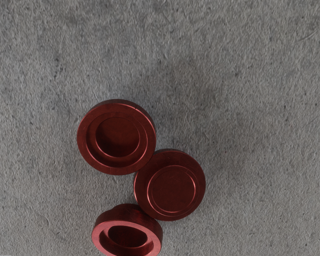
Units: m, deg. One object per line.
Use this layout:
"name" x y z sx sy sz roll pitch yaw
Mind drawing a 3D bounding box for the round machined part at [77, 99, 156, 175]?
"round machined part" -0.054 0.009 0.403 0.099 0.042 0.097 0 110 0

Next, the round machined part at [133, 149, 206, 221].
"round machined part" 0.015 0.079 0.416 0.099 0.042 0.097 -1 95 -9

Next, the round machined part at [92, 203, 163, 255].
"round machined part" -0.044 0.147 0.445 0.099 0.042 0.097 4 126 5
